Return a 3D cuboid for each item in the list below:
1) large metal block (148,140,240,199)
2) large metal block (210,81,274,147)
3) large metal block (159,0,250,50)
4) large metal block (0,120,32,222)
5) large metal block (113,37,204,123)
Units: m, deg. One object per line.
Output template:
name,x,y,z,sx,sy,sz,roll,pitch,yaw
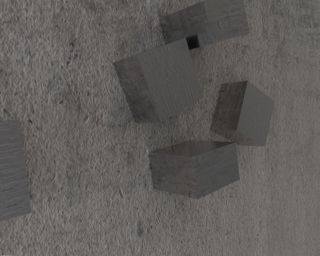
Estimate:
large metal block,0.044,0.050,0.406,0.081,0.080,0.050,-13,99,-39
large metal block,0.134,-0.021,0.501,0.080,0.050,0.080,25,74,-37
large metal block,0.060,-0.138,0.418,0.081,0.080,0.050,-26,107,-37
large metal block,-0.160,0.037,0.254,0.081,0.050,0.079,-9,96,-40
large metal block,0.000,-0.059,0.388,0.081,0.050,0.080,-31,110,-36
